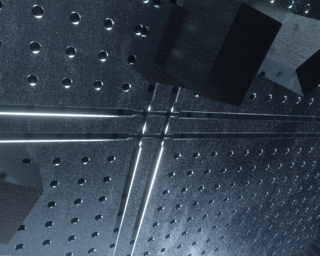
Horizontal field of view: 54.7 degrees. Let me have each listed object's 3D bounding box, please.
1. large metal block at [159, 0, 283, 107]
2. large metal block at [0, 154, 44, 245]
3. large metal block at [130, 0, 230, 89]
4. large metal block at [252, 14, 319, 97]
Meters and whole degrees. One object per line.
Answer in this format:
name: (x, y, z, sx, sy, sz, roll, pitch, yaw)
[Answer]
large metal block: (0.051, -0.077, 0.293, 0.050, 0.080, 0.079, 10, 113, -33)
large metal block: (-0.188, 0.074, 0.338, 0.080, 0.050, 0.080, 28, 103, -38)
large metal block: (0.023, -0.092, 0.352, 0.081, 0.050, 0.079, 7, 115, -32)
large metal block: (0.189, -0.100, 0.419, 0.080, 0.080, 0.050, -40, 130, -1)
